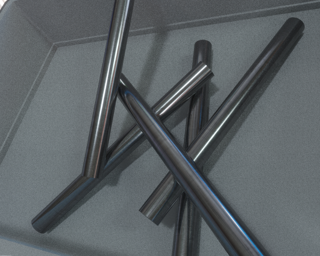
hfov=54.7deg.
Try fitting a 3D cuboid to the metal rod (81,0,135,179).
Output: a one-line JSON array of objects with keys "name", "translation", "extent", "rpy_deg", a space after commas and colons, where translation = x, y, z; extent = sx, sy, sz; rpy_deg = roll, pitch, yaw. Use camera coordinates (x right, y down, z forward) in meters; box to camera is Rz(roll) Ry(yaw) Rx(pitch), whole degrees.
[{"name": "metal rod", "translation": [-0.059, -0.087, 0.392], "extent": [0.025, 0.025, 0.299], "rpy_deg": [5, 82, 30]}]

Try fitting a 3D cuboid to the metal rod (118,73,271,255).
[{"name": "metal rod", "translation": [0.008, 0.020, 0.324], "extent": [0.025, 0.025, 0.300], "rpy_deg": [-39, 47, 1]}]

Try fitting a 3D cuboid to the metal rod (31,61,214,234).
[{"name": "metal rod", "translation": [-0.051, 0.028, 0.397], "extent": [0.300, 0.025, 0.025], "rpy_deg": [-43, 51, 5]}]

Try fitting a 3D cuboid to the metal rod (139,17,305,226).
[{"name": "metal rod", "translation": [0.080, -0.020, 0.354], "extent": [0.025, 0.025, 0.300], "rpy_deg": [27, 70, 37]}]

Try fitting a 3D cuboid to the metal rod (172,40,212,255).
[{"name": "metal rod", "translation": [0.042, 0.013, 0.375], "extent": [0.025, 0.025, 0.300], "rpy_deg": [-6, 59, 25]}]
